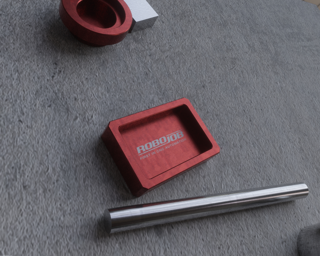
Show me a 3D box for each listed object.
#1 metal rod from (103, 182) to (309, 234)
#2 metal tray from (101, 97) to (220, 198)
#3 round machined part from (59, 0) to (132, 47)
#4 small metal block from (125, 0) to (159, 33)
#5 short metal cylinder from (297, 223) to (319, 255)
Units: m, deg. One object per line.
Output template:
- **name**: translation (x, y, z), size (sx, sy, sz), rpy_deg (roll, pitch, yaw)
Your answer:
- **metal rod**: translation (0.079, 0.094, 0.390), size (0.303, 0.025, 0.025), rpy_deg (-1, 62, -29)
- **metal tray**: translation (0.004, 0.019, 0.392), size (0.131, 0.030, 0.090), rpy_deg (-21, 73, -36)
- **round machined part**: translation (-0.093, -0.155, 0.438), size (0.099, 0.042, 0.098), rpy_deg (14, 56, -21)
- **small metal block**: translation (-0.039, -0.185, 0.497), size (0.050, 0.025, 0.050), rpy_deg (-32, 80, -38)
- **short metal cylinder**: translation (0.235, 0.167, 0.416), size (0.081, 0.050, 0.080), rpy_deg (14, 56, -21)
